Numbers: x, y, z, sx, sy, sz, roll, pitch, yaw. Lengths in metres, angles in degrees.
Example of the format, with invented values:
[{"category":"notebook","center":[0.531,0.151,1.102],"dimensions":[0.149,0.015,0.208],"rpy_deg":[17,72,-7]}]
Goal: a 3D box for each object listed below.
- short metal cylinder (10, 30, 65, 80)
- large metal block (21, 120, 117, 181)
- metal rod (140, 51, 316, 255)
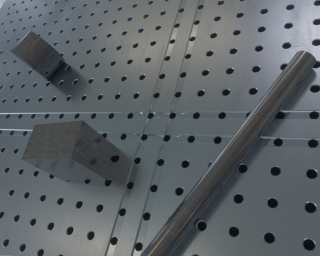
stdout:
[{"category":"short metal cylinder","center":[-0.225,-0.133,0.573],"dimensions":[0.080,0.080,0.050],"rpy_deg":[32,80,38]},{"category":"large metal block","center":[-0.117,0.034,0.414],"dimensions":[0.080,0.080,0.050],"rpy_deg":[-4,60,26]},{"category":"metal rod","center":[0.079,0.032,0.346],"dimensions":[0.025,0.025,0.300],"rpy_deg":[33,80,38]}]
